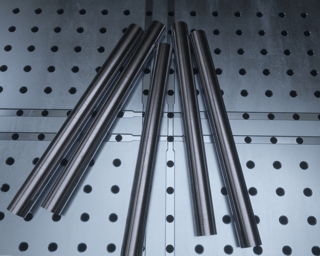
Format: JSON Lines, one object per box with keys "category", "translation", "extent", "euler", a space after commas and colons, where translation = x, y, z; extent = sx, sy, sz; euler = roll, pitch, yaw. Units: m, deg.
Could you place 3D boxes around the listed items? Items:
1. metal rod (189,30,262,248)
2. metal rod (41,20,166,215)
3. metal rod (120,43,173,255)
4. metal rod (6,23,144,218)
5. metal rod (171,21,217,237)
{"category": "metal rod", "translation": [0.081, 0.000, 0.412], "extent": [0.025, 0.025, 0.299], "euler": [-9, 70, -3]}
{"category": "metal rod", "translation": [-0.067, -0.027, 0.421], "extent": [0.025, 0.025, 0.300], "euler": [25, 72, 8]}
{"category": "metal rod", "translation": [-0.014, 0.021, 0.404], "extent": [0.025, 0.025, 0.299], "euler": [8, 70, 3]}
{"category": "metal rod", "translation": [-0.104, -0.023, 0.419], "extent": [0.025, 0.025, 0.300], "euler": [26, 72, 9]}
{"category": "metal rod", "translation": [0.042, -0.013, 0.417], "extent": [0.025, 0.025, 0.299], "euler": [-5, 70, -2]}
